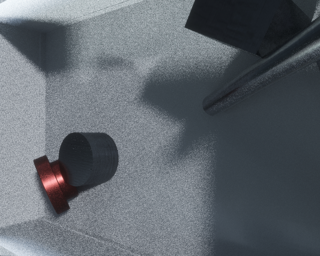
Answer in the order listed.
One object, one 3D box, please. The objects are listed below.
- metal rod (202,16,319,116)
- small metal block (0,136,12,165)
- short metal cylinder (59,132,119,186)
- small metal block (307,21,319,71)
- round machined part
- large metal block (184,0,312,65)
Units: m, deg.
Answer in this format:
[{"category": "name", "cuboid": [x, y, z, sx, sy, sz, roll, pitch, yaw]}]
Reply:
[{"category": "metal rod", "cuboid": [0.103, -0.057, 0.219, 0.299, 0.025, 0.025, 144, 116, -69]}, {"category": "small metal block", "cuboid": [-0.367, 0.052, 0.707, 0.050, 0.025, 0.050, -34, 69, 34]}, {"category": "short metal cylinder", "cuboid": [-0.110, 0.047, 0.477, 0.080, 0.050, 0.080, -1, 88, 37]}, {"category": "small metal block", "cuboid": [0.163, -0.076, 0.272, 0.050, 0.025, 0.050, -23, 76, 37]}, {"category": "round machined part", "cuboid": [-0.168, 0.088, 0.511, 0.098, 0.042, 0.097, 51, 155, 35]}, {"category": "large metal block", "cuboid": [0.086, -0.101, 0.299, 0.080, 0.081, 0.050, 34, 111, 34]}]
